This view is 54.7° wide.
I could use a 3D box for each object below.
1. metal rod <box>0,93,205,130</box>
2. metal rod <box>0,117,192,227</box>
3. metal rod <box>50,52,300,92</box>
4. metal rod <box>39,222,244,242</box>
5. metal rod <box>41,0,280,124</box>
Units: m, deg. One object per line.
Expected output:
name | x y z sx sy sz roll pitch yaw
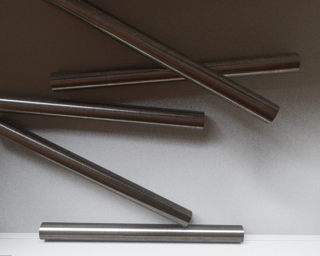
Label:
metal rod | -0.094 -0.023 0.401 0.302 0.025 0.025 5 110 -2
metal rod | -0.089 0.065 0.434 0.301 0.025 0.025 28 108 -10
metal rod | 0.017 -0.069 0.385 0.302 0.025 0.025 -4 110 1
metal rod | -0.026 0.158 0.469 0.302 0.025 0.025 1 110 -1
metal rod | 0.000 -0.087 0.357 0.301 0.025 0.025 28 108 -2
